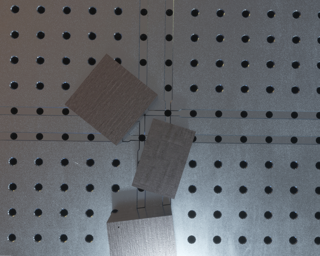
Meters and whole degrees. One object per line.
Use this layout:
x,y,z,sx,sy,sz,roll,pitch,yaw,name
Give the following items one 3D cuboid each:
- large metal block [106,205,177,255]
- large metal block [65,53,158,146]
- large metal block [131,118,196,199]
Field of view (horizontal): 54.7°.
-0.021,0.150,0.401,0.081,0.050,0.079,-7,90,-1,large metal block
-0.059,-0.035,0.400,0.080,0.050,0.080,39,90,-1,large metal block
0.004,0.034,0.386,0.050,0.080,0.080,18,90,0,large metal block
